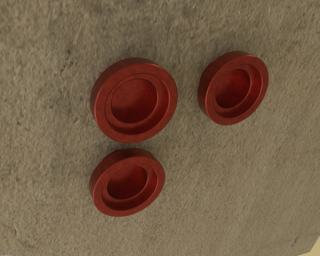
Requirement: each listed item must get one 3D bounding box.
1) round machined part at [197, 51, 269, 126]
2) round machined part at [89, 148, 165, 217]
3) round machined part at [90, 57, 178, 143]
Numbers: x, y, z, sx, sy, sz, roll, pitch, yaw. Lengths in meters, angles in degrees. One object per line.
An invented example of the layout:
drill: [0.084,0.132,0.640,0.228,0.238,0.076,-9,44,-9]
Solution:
round machined part: [0.092,-0.056,0.414,0.099,0.042,0.097,-14,125,-21]
round machined part: [-0.046,0.067,0.414,0.099,0.042,0.097,-14,125,-21]
round machined part: [-0.032,-0.034,0.358,0.099,0.042,0.097,-14,125,-21]
